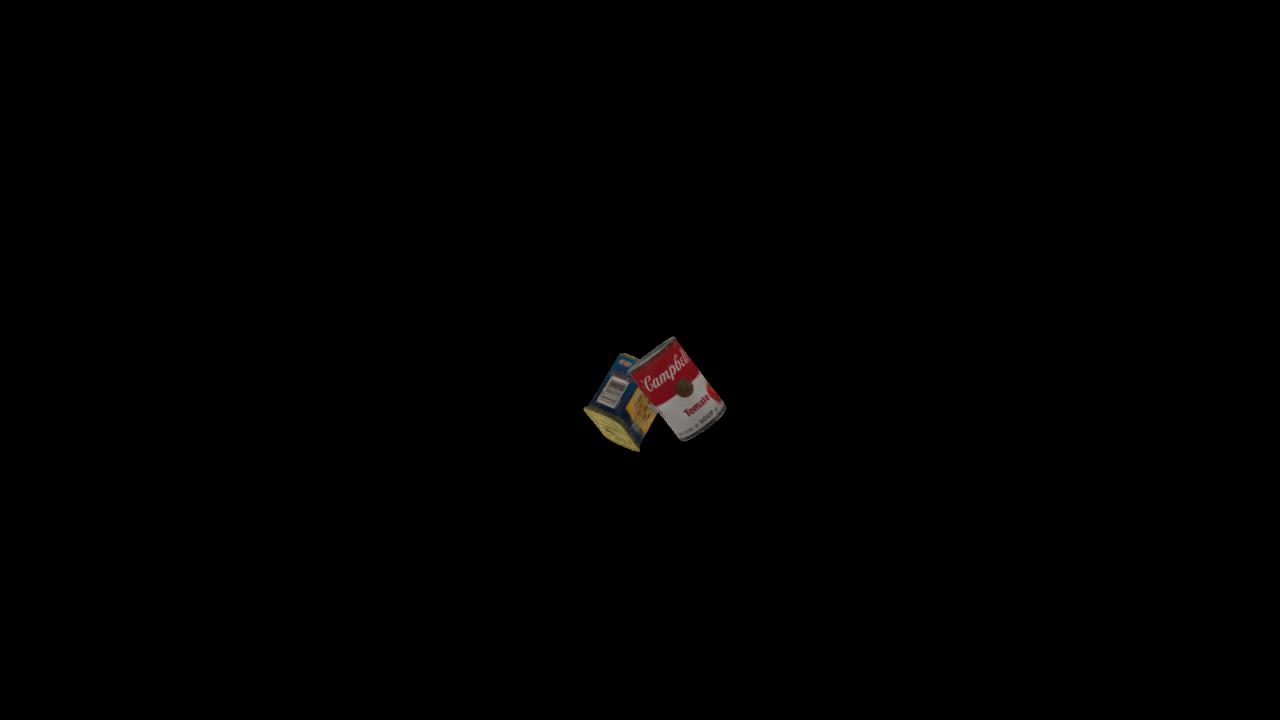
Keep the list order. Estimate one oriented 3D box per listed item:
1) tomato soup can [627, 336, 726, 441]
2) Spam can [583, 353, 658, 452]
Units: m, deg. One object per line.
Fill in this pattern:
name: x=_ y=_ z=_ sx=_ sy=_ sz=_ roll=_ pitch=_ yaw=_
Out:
tomato soup can: x=0.042 y=0.034 z=0.694 sx=0.068 sy=0.101 sz=0.068 roll=-37 pitch=5 yaw=4
Spam can: x=-0.014 y=0.053 z=0.763 sx=0.058 sy=0.085 sz=0.101 roll=20 pitch=-22 yaw=27
